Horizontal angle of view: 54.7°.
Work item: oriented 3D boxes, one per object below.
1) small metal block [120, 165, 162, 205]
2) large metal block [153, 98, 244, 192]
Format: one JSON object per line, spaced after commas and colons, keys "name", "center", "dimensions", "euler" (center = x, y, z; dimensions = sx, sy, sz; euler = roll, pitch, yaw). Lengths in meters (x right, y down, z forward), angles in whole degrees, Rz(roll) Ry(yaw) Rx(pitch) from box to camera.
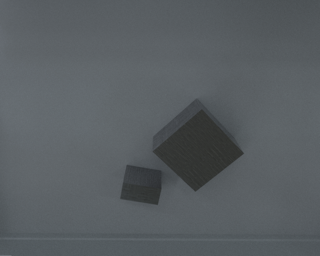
{"name": "small metal block", "center": [-0.025, 0.077, 0.426], "dimensions": [0.050, 0.050, 0.025], "euler": [10, 110, -4]}
{"name": "large metal block", "center": [0.048, 0.022, 0.407], "dimensions": [0.080, 0.050, 0.080], "euler": [-42, 105, 13]}
